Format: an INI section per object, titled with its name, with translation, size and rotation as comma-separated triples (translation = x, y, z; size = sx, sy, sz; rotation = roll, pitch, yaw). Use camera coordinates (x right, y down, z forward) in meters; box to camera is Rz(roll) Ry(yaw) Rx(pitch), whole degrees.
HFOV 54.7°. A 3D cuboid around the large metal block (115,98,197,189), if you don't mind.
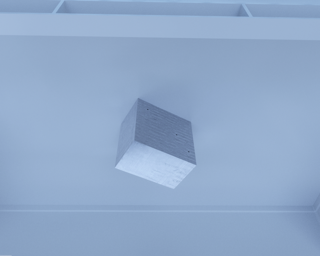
[large metal block]
translation = -0.005, 0.019, 0.389
size = 0.080, 0.080, 0.050
rotation = 23, 126, -19
